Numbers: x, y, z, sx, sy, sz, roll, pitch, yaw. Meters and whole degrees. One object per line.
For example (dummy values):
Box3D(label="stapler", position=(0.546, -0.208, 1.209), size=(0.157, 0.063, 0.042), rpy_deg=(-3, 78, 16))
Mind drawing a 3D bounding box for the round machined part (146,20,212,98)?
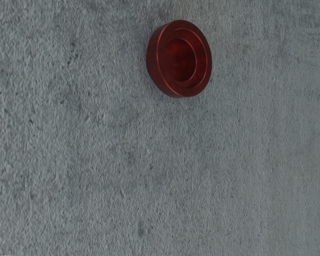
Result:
Box3D(label="round machined part", position=(0.021, -0.088, 0.410), size=(0.099, 0.042, 0.097), rpy_deg=(0, 90, -40))
